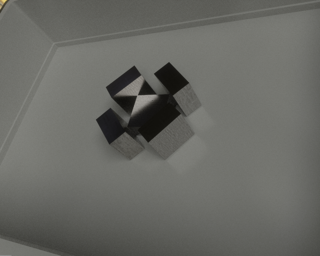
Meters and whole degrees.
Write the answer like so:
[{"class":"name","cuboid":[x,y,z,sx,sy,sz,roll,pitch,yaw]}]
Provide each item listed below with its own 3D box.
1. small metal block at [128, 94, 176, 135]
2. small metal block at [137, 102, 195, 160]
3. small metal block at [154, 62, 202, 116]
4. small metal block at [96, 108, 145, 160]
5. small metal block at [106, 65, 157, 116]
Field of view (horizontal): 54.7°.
[{"class":"small metal block","cuboid":[-0.010,-0.017,0.419,0.050,0.025,0.050,1,62,28]},{"class":"small metal block","cuboid":[0.009,0.005,0.379,0.050,0.050,0.025,-42,52,-1]},{"class":"small metal block","cuboid":[0.024,-0.050,0.405,0.025,0.050,0.050,-38,52,2]},{"class":"small metal block","cuboid":[-0.052,0.008,0.410,0.025,0.050,0.050,-39,51,3]},{"class":"small metal block","cuboid":[-0.039,-0.052,0.439,0.050,0.050,0.025,-37,50,5]}]
